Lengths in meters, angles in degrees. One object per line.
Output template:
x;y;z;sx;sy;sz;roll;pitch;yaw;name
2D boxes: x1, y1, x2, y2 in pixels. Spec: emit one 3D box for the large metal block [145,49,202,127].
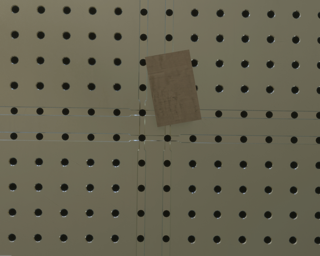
0.015;-0.045;0.386;0.050;0.080;0.080;-10;90;0;large metal block
